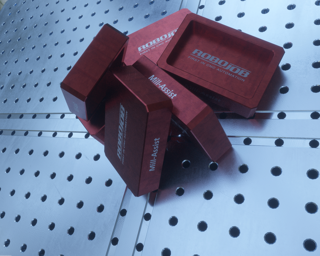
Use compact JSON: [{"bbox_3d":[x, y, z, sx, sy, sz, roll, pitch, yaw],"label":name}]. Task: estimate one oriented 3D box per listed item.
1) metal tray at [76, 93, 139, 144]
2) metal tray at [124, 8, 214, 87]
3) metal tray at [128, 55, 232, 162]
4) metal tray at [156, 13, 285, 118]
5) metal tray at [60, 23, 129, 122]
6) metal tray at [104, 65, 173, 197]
[{"bbox_3d":[-0.066,-0.050,0.471,0.130,0.030,0.090,-43,52,-2],"label":"metal tray"},{"bbox_3d":[0.007,-0.116,0.450,0.131,0.030,0.090,-29,54,-8],"label":"metal tray"},{"bbox_3d":[0.021,-0.024,0.370,0.030,0.090,0.130,-44,51,-2],"label":"metal tray"},{"bbox_3d":[0.073,-0.080,0.385,0.130,0.030,0.090,27,75,14],"label":"metal tray"},{"bbox_3d":[-0.081,-0.063,0.393,0.030,0.130,0.090,33,76,-5],"label":"metal tray"},{"bbox_3d":[-0.031,0.005,0.361,0.030,0.129,0.090,-16,43,-30],"label":"metal tray"}]
